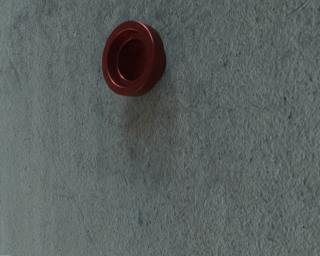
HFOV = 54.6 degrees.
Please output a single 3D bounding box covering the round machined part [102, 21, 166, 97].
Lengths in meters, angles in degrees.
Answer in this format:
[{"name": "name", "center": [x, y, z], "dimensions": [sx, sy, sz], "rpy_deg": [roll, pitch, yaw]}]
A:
[{"name": "round machined part", "center": [-0.031, -0.091, 0.421], "dimensions": [0.098, 0.042, 0.097], "rpy_deg": [0, 90, 40]}]
